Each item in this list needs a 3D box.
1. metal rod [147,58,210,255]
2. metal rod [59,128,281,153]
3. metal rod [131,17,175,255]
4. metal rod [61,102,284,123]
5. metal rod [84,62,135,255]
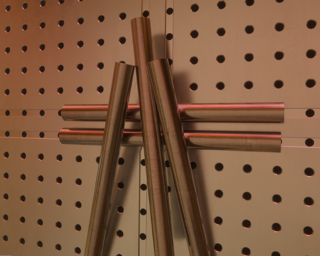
[{"bbox_3d":[0.029,0.065,0.382,0.025,0.025,0.298,-11,93,19],"label":"metal rod"},{"bbox_3d":[-0.001,0.014,0.412,0.301,0.025,0.025,1,90,19],"label":"metal rod"},{"bbox_3d":[-0.009,0.012,0.389,0.025,0.025,0.298,-7,88,19],"label":"metal rod"},{"bbox_3d":[0.003,-0.020,0.411,0.301,0.025,0.025,1,90,19],"label":"metal rod"},{"bbox_3d":[-0.072,0.063,0.417,0.025,0.025,0.298,15,102,19],"label":"metal rod"}]
